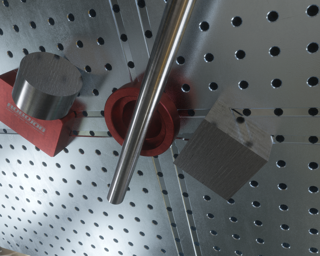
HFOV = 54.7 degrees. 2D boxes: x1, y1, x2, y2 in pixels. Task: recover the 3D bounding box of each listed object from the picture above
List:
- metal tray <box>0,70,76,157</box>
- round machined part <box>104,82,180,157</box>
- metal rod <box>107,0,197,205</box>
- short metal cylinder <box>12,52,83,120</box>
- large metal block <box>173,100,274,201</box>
[{"bbox_3d":[-0.207,-0.022,0.504,0.130,0.030,0.089,34,129,5],"label":"metal tray"},{"bbox_3d":[-0.019,-0.015,0.401,0.098,0.042,0.097,13,124,21],"label":"round machined part"},{"bbox_3d":[-0.022,-0.008,0.363,0.025,0.025,0.298,29,128,10],"label":"metal rod"},{"bbox_3d":[-0.153,-0.057,0.421,0.080,0.080,0.050,40,129,0],"label":"short metal cylinder"},{"bbox_3d":[0.075,0.027,0.372,0.080,0.050,0.079,35,129,5],"label":"large metal block"}]
